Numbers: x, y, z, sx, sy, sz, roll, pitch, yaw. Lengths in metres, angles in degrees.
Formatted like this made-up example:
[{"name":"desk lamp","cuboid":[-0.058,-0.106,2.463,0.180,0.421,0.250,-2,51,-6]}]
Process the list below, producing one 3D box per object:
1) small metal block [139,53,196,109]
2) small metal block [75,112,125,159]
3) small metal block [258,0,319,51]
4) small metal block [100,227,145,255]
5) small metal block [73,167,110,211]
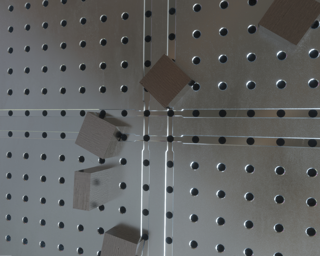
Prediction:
[{"name":"small metal block","cuboid":[0.010,-0.061,0.409,0.050,0.025,0.050,46,104,14]},{"name":"small metal block","cuboid":[-0.086,0.010,0.444,0.050,0.025,0.050,26,99,18]},{"name":"small metal block","cuboid":[0.151,-0.127,0.359,0.050,0.025,0.050,37,102,16]},{"name":"small metal block","cuboid":[-0.054,0.173,0.432,0.050,0.025,0.050,13,94,19]},{"name":"small metal block","cuboid":[-0.095,0.083,0.433,0.025,0.050,0.050,4,91,20]}]
